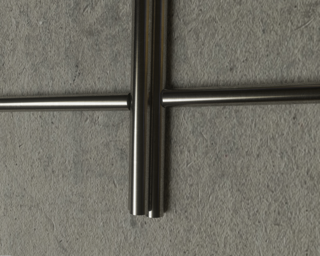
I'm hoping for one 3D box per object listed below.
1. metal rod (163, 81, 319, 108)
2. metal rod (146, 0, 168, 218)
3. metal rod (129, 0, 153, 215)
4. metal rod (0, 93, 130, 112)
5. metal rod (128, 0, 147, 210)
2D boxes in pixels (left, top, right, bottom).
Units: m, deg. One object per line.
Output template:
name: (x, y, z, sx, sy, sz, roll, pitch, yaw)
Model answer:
metal rod: (0.150, -0.040, 0.357, 0.301, 0.025, 0.025, 0, 90, 19)
metal rod: (-0.004, -0.033, 0.412, 0.025, 0.025, 0.298, 1, 90, 19)
metal rod: (-0.024, -0.041, 0.396, 0.025, 0.025, 0.298, 1, 90, 19)
metal rod: (-0.182, -0.037, 0.472, 0.301, 0.025, 0.025, 1, 90, 19)
metal rod: (-0.028, -0.039, 0.420, 0.025, 0.025, 0.298, 1, 90, 19)
